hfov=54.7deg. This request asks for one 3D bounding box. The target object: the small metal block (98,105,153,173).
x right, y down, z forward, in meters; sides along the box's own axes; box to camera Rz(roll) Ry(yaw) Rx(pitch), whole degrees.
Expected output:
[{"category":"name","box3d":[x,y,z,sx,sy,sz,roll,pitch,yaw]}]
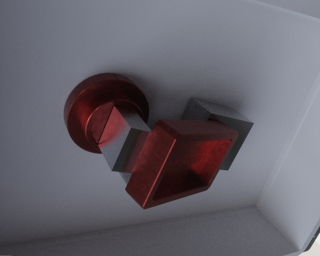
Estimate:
[{"category":"small metal block","box3d":[-0.038,0.012,0.323,0.025,0.050,0.050,13,112,-34]}]

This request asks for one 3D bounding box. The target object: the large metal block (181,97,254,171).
[{"category":"large metal block","box3d":[0.071,0.010,0.436,0.081,0.050,0.079,10,113,-33]}]

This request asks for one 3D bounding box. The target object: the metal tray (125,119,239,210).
[{"category":"metal tray","box3d":[0.030,0.037,0.353,0.131,0.030,0.089,0,121,-51]}]

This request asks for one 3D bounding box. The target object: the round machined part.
[{"category":"round machined part","box3d":[-0.057,-0.010,0.359,0.099,0.042,0.097,-14,125,-21]}]

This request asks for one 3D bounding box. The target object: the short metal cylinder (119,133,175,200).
[{"category":"short metal cylinder","box3d":[-0.011,0.049,0.401,0.081,0.050,0.080,-26,145,-20]}]
